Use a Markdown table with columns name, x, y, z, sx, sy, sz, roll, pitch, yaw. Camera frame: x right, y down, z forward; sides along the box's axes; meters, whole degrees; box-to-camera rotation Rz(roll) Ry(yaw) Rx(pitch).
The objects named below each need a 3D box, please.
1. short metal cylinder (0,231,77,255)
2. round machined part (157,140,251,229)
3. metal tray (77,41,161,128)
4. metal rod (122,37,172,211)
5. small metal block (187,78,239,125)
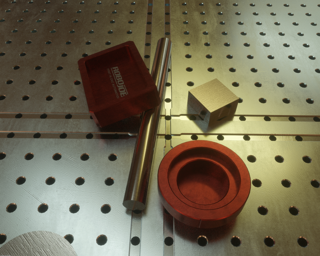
| name | x | y | z | sx | sy | sz | roll | pitch | yaw |
| --- | --- | --- | --- | --- | --- | --- | --- | --- | --- |
| short metal cylinder | -0.108 | 0.139 | 0.273 | 0.081 | 0.050 | 0.080 | 0 | 50 | 0 |
| round machined part | 0.046 | 0.064 | 0.343 | 0.099 | 0.042 | 0.098 | 0 | 50 | 0 |
| metal tray | -0.062 | -0.067 | 0.441 | 0.090 | 0.030 | 0.130 | -21 | 47 | -3 |
| metal rod | -0.010 | -0.030 | 0.432 | 0.025 | 0.025 | 0.300 | 6 | 50 | 4 |
| small metal block | 0.075 | -0.039 | 0.441 | 0.050 | 0.025 | 0.050 | -26 | 55 | -21 |
